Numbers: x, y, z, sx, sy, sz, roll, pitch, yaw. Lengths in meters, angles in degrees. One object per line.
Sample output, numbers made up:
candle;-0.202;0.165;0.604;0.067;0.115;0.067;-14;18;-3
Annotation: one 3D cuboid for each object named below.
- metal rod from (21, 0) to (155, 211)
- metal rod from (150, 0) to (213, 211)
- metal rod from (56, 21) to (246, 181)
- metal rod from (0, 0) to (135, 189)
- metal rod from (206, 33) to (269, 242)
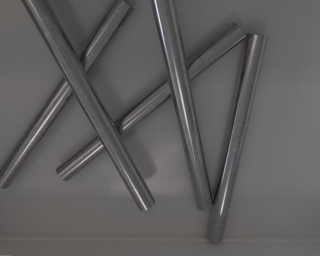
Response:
metal rod;-0.080;-0.024;0.373;0.025;0.025;0.299;-23;109;8
metal rod;0.033;-0.016;0.383;0.025;0.025;0.298;-12;118;4
metal rod;-0.020;-0.026;0.401;0.300;0.025;0.025;-38;106;12
metal rod;-0.131;-0.034;0.397;0.025;0.025;0.299;36;106;-13
metal rod;0.100;0.027;0.421;0.025;0.025;0.298;6;110;-2
